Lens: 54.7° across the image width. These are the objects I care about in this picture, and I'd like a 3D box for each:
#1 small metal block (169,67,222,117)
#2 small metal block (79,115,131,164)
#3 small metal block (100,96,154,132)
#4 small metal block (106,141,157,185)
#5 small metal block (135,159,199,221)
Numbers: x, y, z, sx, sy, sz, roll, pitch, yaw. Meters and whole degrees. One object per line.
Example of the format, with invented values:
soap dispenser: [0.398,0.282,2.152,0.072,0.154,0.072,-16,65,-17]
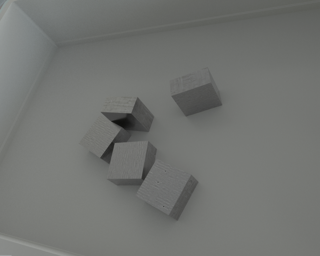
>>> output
small metal block: [0.046,-0.044,0.393,0.050,0.050,0.025,-18,55,18]
small metal block: [-0.078,0.016,0.437,0.050,0.025,0.050,26,76,37]
small metal block: [-0.044,-0.019,0.424,0.050,0.050,0.025,4,64,30]
small metal block: [-0.036,0.046,0.397,0.050,0.025,0.050,-5,59,25]
small metal block: [0.008,0.070,0.358,0.050,0.025,0.050,21,73,35]
